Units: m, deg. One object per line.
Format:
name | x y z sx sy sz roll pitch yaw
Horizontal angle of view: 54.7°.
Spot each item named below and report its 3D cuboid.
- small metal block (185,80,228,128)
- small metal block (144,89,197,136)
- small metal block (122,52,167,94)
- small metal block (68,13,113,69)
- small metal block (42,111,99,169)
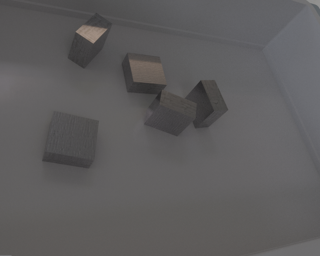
small metal block | 0.065 -0.034 0.445 0.025 0.050 0.050 -6 65 -31
small metal block | 0.013 -0.018 0.408 0.050 0.050 0.025 20 54 -16
small metal block | -0.023 -0.077 0.440 0.050 0.025 0.050 1 61 -28
small metal block | -0.093 -0.115 0.410 0.025 0.050 0.050 34 51 -7
small metal block | -0.098 0.014 0.344 0.050 0.025 0.050 13 56 -21
